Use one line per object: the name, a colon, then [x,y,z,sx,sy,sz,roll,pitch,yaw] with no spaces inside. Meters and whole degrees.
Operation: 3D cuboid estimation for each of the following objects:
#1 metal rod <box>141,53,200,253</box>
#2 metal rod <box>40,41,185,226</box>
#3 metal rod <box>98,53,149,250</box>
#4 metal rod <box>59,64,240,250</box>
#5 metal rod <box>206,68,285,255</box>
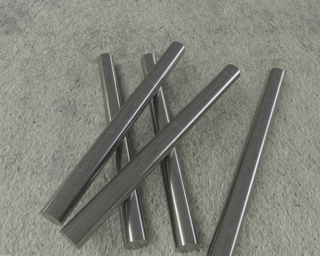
metal rod: [0.005,0.005,0.399,0.025,0.025,0.300,-7,50,-6]
metal rod: [-0.039,-0.017,0.382,0.025,0.025,0.301,20,53,16]
metal rod: [-0.055,0.003,0.399,0.025,0.025,0.300,-9,51,-8]
metal rod: [0.010,0.012,0.359,0.025,0.025,0.301,31,56,23]
metal rod: [0.117,0.023,0.383,0.025,0.025,0.301,19,52,15]
